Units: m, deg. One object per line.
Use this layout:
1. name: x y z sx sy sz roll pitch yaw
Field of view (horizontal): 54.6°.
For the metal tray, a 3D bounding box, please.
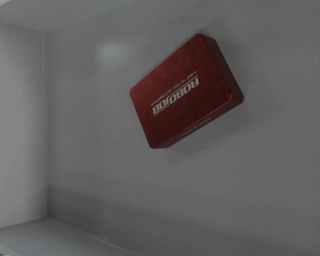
1. metal tray: 0.026 -0.040 0.383 0.130 0.030 0.090 -34 69 35
